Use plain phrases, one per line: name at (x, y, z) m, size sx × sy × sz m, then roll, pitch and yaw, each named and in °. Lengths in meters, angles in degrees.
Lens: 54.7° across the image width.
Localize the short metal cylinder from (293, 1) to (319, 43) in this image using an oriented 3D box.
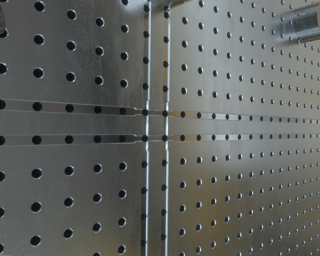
short metal cylinder at (0.337, -0.232, 0.679) m, size 0.081 × 0.050 × 0.079 m, roll 0°, pitch 90°, yaw -40°

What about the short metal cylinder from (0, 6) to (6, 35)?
short metal cylinder at (-0.167, -0.095, 0.233) m, size 0.050 × 0.080 × 0.080 m, roll -48°, pitch 119°, yaw -30°

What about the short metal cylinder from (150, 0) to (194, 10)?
short metal cylinder at (0.019, -0.205, 0.411) m, size 0.081 × 0.050 × 0.079 m, roll 0°, pitch 90°, yaw -40°
